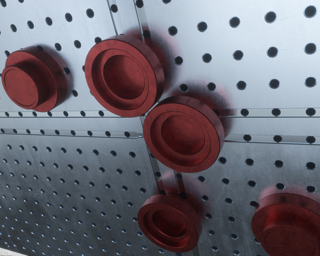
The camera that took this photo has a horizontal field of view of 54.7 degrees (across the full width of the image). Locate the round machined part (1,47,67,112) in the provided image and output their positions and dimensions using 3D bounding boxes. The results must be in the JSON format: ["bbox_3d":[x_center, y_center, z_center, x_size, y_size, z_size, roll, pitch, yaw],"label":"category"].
[{"bbox_3d":[-0.192,-0.066,0.458,0.098,0.042,0.097,13,124,20],"label":"round machined part"}]

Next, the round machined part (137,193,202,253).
[{"bbox_3d":[0.018,0.140,0.476,0.098,0.042,0.097,13,124,20],"label":"round machined part"}]

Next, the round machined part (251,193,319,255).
[{"bbox_3d":[0.167,0.135,0.396,0.098,0.042,0.097,13,124,20],"label":"round machined part"}]

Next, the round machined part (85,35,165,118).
[{"bbox_3d":[-0.039,-0.065,0.379,0.098,0.042,0.097,13,124,20],"label":"round machined part"}]

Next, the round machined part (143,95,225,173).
[{"bbox_3d":[0.032,0.004,0.385,0.098,0.042,0.097,13,124,20],"label":"round machined part"}]
